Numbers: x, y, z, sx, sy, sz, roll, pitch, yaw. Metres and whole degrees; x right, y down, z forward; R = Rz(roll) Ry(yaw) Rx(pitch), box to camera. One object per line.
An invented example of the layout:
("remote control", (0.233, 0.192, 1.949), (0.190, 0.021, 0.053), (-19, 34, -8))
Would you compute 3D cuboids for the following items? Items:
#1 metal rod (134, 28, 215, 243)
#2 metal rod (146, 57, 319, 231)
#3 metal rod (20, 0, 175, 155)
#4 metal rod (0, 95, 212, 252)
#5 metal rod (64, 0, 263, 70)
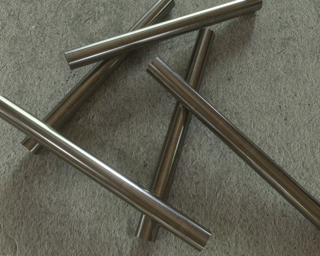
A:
("metal rod", (0.026, -0.005, 0.409), (0.025, 0.025, 0.299), (16, 71, 6))
("metal rod", (0.099, 0.020, 0.384), (0.300, 0.025, 0.025), (43, 76, 7))
("metal rod", (-0.078, -0.085, 0.438), (0.025, 0.025, 0.300), (36, 74, 12))
("metal rod", (-0.077, 0.047, 0.362), (0.301, 0.025, 0.025), (31, 73, 10))
("metal rod", (0.015, -0.141, 0.441), (0.302, 0.025, 0.025), (-22, 72, -15))
